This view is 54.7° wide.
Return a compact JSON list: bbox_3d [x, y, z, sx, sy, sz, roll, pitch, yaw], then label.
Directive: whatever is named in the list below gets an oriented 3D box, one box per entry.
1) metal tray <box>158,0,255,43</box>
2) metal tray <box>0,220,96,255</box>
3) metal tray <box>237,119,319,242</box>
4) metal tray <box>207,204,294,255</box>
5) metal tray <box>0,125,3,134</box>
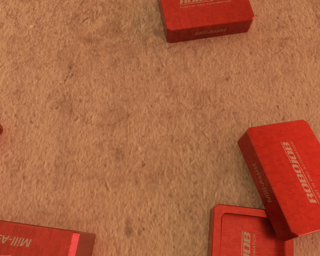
[{"bbox_3d":[0.067,-0.184,0.474,0.131,0.030,0.090,-9,70,-4],"label":"metal tray"},{"bbox_3d":[-0.143,0.118,0.328,0.131,0.090,0.030,7,71,2],"label":"metal tray"},{"bbox_3d":[0.159,0.057,0.367,0.091,0.030,0.130,-8,62,-18],"label":"metal tray"},{"bbox_3d":[0.100,0.157,0.349,0.091,0.030,0.130,6,70,2],"label":"metal tray"},{"bbox_3d":[-0.277,0.033,0.390,0.090,0.030,0.130,23,71,7],"label":"metal tray"}]
